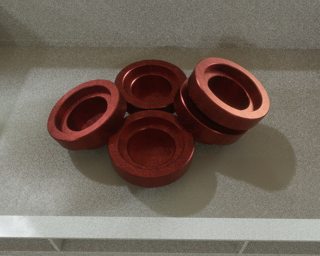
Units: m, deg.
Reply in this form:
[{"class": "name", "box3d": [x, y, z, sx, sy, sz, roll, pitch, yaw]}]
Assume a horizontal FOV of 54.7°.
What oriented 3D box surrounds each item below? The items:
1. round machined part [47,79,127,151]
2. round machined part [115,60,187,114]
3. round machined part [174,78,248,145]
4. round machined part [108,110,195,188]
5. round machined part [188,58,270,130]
[{"class": "round machined part", "box3d": [-0.086, -0.012, 0.388, 0.098, 0.042, 0.098, -13, 48, 16]}, {"class": "round machined part", "box3d": [-0.012, -0.048, 0.432, 0.099, 0.042, 0.098, 0, 50, 0]}, {"class": "round machined part", "box3d": [0.062, -0.018, 0.393, 0.099, 0.042, 0.098, 15, 47, -17]}, {"class": "round machined part", "box3d": [-0.010, 0.028, 0.367, 0.099, 0.042, 0.098, 0, 50, 0]}, {"class": "round machined part", "box3d": [0.077, -0.036, 0.372, 0.099, 0.042, 0.098, 15, 48, -17]}]
